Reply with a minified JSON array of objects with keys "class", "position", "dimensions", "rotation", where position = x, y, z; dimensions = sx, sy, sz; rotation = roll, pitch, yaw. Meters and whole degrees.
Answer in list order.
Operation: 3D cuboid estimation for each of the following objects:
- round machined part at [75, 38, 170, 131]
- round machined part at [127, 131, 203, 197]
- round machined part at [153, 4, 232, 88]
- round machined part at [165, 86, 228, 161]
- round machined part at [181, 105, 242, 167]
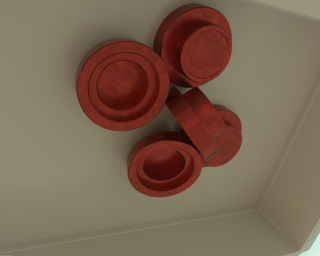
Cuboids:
[{"class":"round machined part","position":[-0.043,-0.049,0.340],"dimensions":[0.099,0.042,0.097],"rotation":[-9,116,-18]},{"class":"round machined part","position":[0.004,0.044,0.418],"dimensions":[0.099,0.042,0.097],"rotation":[-6,124,-8]},{"class":"round machined part","position":[0.045,-0.092,0.367],"dimensions":[0.099,0.042,0.097],"rotation":[-14,125,-21]},{"class":"round machined part","position":[0.046,-0.012,0.376],"dimensions":[0.042,0.098,0.098],"rotation":[-36,130,4]},{"class":"round machined part","position":[0.081,0.018,0.455],"dimensions":[0.099,0.042,0.097],"rotation":[-14,125,-21]}]
